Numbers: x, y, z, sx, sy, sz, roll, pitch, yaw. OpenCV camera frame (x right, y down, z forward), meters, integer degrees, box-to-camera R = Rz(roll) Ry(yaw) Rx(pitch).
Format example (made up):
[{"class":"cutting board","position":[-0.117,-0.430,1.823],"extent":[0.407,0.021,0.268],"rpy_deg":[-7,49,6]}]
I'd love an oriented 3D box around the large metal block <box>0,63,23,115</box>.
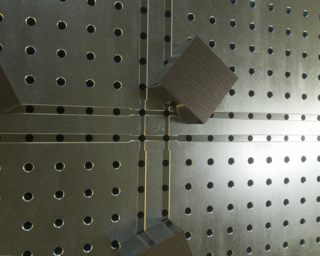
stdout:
[{"class":"large metal block","position":[-0.203,-0.044,0.324],"extent":[0.081,0.050,0.080],"rpy_deg":[-27,99,-18]}]

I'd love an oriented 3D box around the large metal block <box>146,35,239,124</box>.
[{"class":"large metal block","position":[0.043,-0.061,0.416],"extent":[0.080,0.050,0.080],"rpy_deg":[41,77,-16]}]

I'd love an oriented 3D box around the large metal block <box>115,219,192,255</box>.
[{"class":"large metal block","position":[-0.002,0.178,0.400],"extent":[0.081,0.050,0.080],"rpy_deg":[-22,98,-19]}]
